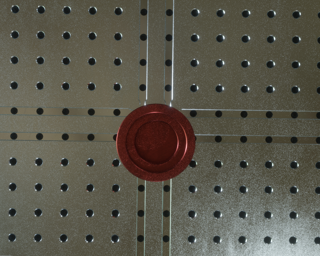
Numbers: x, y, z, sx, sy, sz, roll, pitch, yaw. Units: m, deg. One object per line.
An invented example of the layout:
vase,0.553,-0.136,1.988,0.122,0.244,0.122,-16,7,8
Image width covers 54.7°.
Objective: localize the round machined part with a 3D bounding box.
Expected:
round machined part,-0.005,0.018,0.405,0.099,0.042,0.097,0,90,-1
